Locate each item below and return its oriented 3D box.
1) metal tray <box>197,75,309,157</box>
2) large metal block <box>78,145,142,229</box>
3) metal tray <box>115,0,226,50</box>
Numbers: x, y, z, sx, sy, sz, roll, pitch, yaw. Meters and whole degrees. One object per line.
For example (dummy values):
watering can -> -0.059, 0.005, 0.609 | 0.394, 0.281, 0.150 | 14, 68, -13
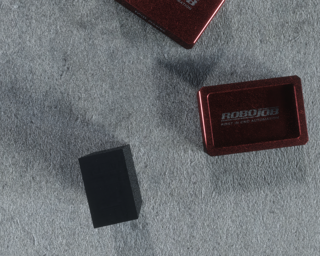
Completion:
metal tray -> 0.120, -0.016, 0.408 | 0.131, 0.030, 0.089 | -7, 90, 0
large metal block -> -0.057, 0.067, 0.382 | 0.050, 0.080, 0.080 | -13, 90, 0
metal tray -> 0.012, -0.177, 0.407 | 0.130, 0.030, 0.090 | 34, 90, 0
